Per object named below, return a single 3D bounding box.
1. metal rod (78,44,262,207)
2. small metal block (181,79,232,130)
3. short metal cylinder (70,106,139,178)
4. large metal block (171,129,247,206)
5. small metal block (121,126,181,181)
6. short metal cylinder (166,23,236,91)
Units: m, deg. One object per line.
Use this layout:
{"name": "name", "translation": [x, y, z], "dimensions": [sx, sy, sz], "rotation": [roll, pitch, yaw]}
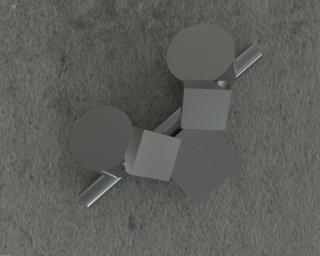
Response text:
{"name": "metal rod", "translation": [0.014, -0.003, 0.411], "dimensions": [0.300, 0.025, 0.025], "rotation": [-41, 91, -1]}
{"name": "small metal block", "translation": [0.050, -0.026, 0.349], "dimensions": [0.050, 0.025, 0.050], "rotation": [2, 121, -1]}
{"name": "short metal cylinder", "translation": [-0.062, 0.018, 0.384], "dimensions": [0.080, 0.050, 0.080], "rotation": [-5, 71, 14]}
{"name": "large metal block", "translation": [0.048, 0.037, 0.398], "dimensions": [0.080, 0.050, 0.080], "rotation": [-41, 91, 0]}
{"name": "small metal block", "translation": [-0.010, 0.029, 0.349], "dimensions": [0.050, 0.025, 0.050], "rotation": [16, 90, -33]}
{"name": "short metal cylinder", "translation": [0.053, -0.081, 0.384], "dimensions": [0.080, 0.050, 0.080], "rotation": [-5, 71, 14]}
